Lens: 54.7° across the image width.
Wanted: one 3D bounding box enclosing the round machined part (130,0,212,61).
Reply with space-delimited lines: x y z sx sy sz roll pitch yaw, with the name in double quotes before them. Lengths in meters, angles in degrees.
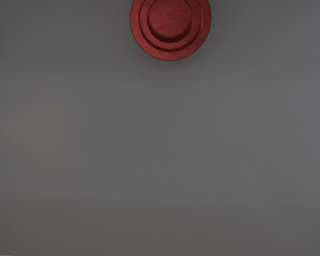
"round machined part" 0.012 -0.138 0.391 0.099 0.042 0.097 -1 114 -2
